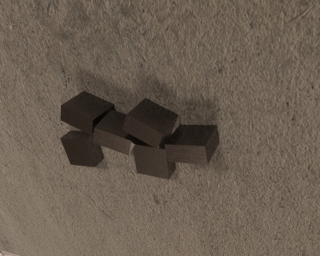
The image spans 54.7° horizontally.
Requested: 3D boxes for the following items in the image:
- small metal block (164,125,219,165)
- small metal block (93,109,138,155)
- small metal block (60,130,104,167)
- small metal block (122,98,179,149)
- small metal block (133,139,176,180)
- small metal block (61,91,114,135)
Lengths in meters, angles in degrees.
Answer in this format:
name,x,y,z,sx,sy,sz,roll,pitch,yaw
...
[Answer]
name,x,y,z,sx,sy,sz,roll,pitch,yaw
small metal block,0.040,0.019,0.380,0.050,0.050,0.025,1,119,27
small metal block,-0.055,0.005,0.416,0.050,0.050,0.025,19,126,6
small metal block,-0.122,0.032,0.489,0.050,0.025,0.050,1,119,27
small metal block,-0.011,-0.007,0.391,0.050,0.050,0.025,28,128,10
small metal block,-0.008,0.041,0.435,0.050,0.025,0.050,8,122,23
small metal block,-0.100,-0.022,0.428,0.050,0.050,0.025,24,127,13
